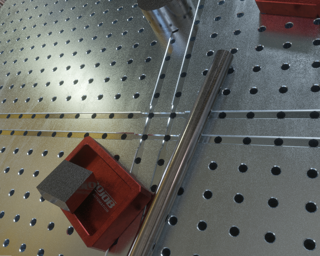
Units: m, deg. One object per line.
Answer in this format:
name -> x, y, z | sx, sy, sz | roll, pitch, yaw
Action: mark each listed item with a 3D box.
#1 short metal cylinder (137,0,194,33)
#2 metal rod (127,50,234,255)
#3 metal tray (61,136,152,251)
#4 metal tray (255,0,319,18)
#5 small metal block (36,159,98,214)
short metal cylinder -> 0.010, -0.205, 0.513 | 0.080, 0.050, 0.080 | -13, 56, 21
metal rod -> 0.028, 0.030, 0.374 | 0.025, 0.025, 0.300 | 13, 68, 33
metal tray -> -0.084, 0.079, 0.400 | 0.090, 0.030, 0.130 | -49, 51, -6
metal tray -> 0.195, -0.217, 0.417 | 0.090, 0.030, 0.130 | 22, 87, 36
small metal block -> -0.117, 0.073, 0.394 | 0.050, 0.025, 0.050 | 18, 49, 27
